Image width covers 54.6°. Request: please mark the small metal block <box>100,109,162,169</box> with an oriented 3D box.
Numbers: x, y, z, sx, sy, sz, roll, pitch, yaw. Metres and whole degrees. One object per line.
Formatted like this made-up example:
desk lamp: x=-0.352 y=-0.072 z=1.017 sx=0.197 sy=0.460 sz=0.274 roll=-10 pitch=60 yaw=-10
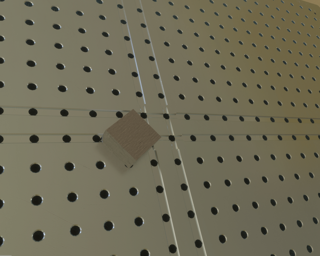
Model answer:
small metal block: x=-0.035 y=0.013 z=0.381 sx=0.050 sy=0.025 sz=0.050 roll=45 pitch=51 yaw=3
